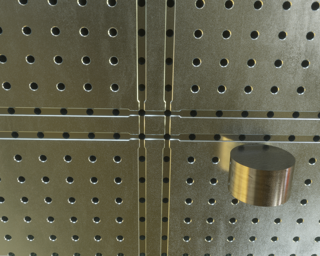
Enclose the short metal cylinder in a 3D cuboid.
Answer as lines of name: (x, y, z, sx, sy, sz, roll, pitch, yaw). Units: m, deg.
short metal cylinder: (0.132, 0.059, 0.408, 0.081, 0.080, 0.050, -1, 110, 0)
